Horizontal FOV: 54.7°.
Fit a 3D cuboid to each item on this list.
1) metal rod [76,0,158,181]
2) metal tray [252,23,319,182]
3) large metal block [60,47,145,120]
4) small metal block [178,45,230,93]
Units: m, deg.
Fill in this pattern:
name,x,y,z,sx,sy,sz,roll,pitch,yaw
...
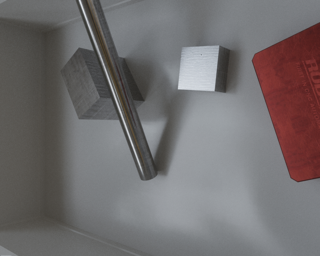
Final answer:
name,x,y,z,sx,sy,sz,roll,pitch,yaw
metal rod,-0.057,-0.069,0.369,0.025,0.025,0.298,0,116,40
metal tray,0.148,-0.024,0.281,0.090,0.030,0.129,-23,76,37
large metal block,-0.080,-0.058,0.435,0.050,0.081,0.080,-39,67,33
small metal block,0.051,-0.068,0.363,0.050,0.025,0.050,9,96,39
